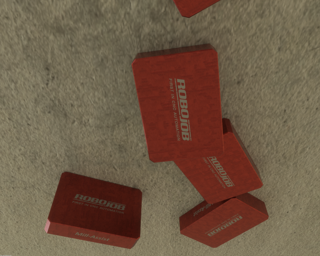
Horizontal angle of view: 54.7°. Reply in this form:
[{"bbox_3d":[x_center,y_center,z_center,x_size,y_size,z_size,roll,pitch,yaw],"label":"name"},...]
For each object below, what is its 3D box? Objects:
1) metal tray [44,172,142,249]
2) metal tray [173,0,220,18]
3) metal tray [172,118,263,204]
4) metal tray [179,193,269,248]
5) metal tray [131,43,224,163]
[{"bbox_3d":[-0.095,0.123,0.467,0.131,0.090,0.030,17,128,-14],"label":"metal tray"},{"bbox_3d":[0.029,-0.172,0.258,0.090,0.030,0.130,-25,126,19],"label":"metal tray"},{"bbox_3d":[0.084,0.053,0.451,0.090,0.030,0.130,-24,127,19],"label":"metal tray"},{"bbox_3d":[0.108,0.157,0.540,0.090,0.030,0.129,32,123,-25],"label":"metal tray"},{"bbox_3d":[0.024,-0.026,0.361,0.090,0.030,0.129,-7,115,5],"label":"metal tray"}]
